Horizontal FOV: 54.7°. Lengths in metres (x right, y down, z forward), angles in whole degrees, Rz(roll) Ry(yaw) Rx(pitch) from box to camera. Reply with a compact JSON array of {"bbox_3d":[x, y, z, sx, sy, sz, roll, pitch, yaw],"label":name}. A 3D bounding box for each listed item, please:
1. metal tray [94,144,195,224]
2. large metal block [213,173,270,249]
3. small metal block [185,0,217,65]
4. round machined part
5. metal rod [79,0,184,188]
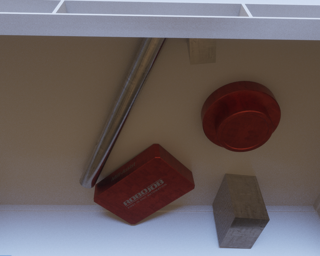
[{"bbox_3d":[-0.025,0.090,0.474,0.130,0.030,0.090,-36,122,20],"label":"metal tray"},{"bbox_3d":[0.123,0.130,0.486,0.050,0.080,0.079,6,130,-6],"label":"large metal block"},{"bbox_3d":[0.040,-0.099,0.309,0.025,0.050,0.050,-4,130,3],"label":"small metal block"},{"bbox_3d":[0.104,-0.007,0.394,0.099,0.042,0.097,-1,130,0],"label":"round machined part"},{"bbox_3d":[-0.050,-0.021,0.390,0.025,0.025,0.298,19,128,-16],"label":"metal rod"}]
